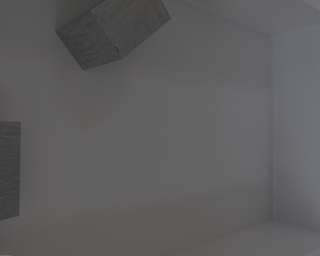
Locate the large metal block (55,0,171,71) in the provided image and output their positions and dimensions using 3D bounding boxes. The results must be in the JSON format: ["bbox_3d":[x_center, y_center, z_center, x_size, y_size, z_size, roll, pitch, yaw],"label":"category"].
[{"bbox_3d":[-0.050,-0.109,0.329,0.080,0.080,0.050,-48,119,-29],"label":"large metal block"}]

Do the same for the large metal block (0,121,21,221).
[{"bbox_3d":[-0.161,0.034,0.240,0.080,0.050,0.080,1,89,-60],"label":"large metal block"}]
